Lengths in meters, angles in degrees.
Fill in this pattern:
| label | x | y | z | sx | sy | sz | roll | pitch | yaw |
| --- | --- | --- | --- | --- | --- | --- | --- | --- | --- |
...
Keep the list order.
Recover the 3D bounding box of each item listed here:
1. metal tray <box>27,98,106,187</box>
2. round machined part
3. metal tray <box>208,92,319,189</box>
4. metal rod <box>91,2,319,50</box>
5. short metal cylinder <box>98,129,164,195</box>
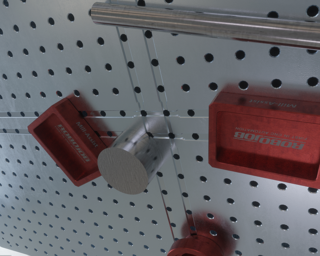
| label | x | y | z | sx | sy | sz | roll | pitch | yaw |
| --- | --- | --- | --- | --- | --- | --- | --- | --- | --- |
| metal tray | -0.142 | 0.027 | 0.499 | 0.090 | 0.030 | 0.130 | -29 | 103 | 37 |
| round machined part | 0.063 | 0.213 | 0.499 | 0.098 | 0.042 | 0.097 | 13 | 124 | 21 |
| metal tray | 0.122 | 0.013 | 0.351 | 0.130 | 0.030 | 0.089 | 9 | 123 | 23 |
| metal rod | 0.063 | -0.103 | 0.314 | 0.301 | 0.025 | 0.025 | 13 | 124 | 20 |
| short metal cylinder | -0.042 | 0.049 | 0.447 | 0.080 | 0.050 | 0.079 | 13 | 124 | 21 |
